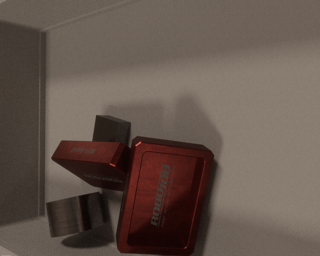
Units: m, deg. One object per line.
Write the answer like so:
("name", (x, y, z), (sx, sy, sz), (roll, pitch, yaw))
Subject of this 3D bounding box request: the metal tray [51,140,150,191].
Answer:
("metal tray", (-0.074, 0.054, 0.422), (0.130, 0.090, 0.030), (-1, 56, 39))

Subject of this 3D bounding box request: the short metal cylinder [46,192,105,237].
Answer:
("short metal cylinder", (-0.129, 0.131, 0.475), (0.080, 0.081, 0.050), (-20, 78, 38))

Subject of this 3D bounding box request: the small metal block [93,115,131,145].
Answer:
("small metal block", (-0.074, 0.010, 0.465), (0.050, 0.025, 0.050), (17, 101, 38))

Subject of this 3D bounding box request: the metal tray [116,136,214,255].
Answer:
("metal tray", (0.004, 0.080, 0.359), (0.030, 0.091, 0.129), (-139, 58, -74))
